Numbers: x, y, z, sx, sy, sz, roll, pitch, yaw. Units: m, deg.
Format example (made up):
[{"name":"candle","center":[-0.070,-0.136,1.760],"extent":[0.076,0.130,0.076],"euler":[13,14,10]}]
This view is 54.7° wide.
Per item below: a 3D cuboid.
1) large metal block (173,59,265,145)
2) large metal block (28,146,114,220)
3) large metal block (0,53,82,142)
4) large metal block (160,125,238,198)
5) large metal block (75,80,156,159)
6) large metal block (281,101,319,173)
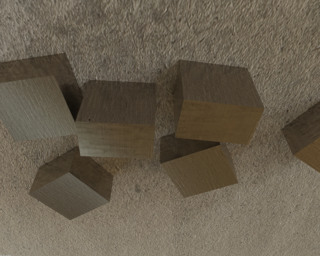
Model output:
[{"name":"large metal block","center":[0.059,-0.030,0.346],"extent":[0.081,0.080,0.050],"euler":[6,130,-5]},{"name":"large metal block","center":[-0.129,0.084,0.461],"extent":[0.080,0.050,0.080],"euler":[-28,125,22]},{"name":"large metal block","center":[-0.140,-0.034,0.360],"extent":[0.080,0.050,0.080],"euler":[-7,130,6]},{"name":"large metal block","center":[0.054,0.044,0.429],"extent":[0.080,0.050,0.080],"euler":[-20,128,16]},{"name":"large metal block","center":[-0.047,-0.012,0.360],"extent":[0.081,0.080,0.050],"euler":[3,130,-3]},{"name":"large metal block","center":[0.224,0.012,0.403],"extent":[0.080,0.050,0.080],"euler":[30,124,-23]}]
